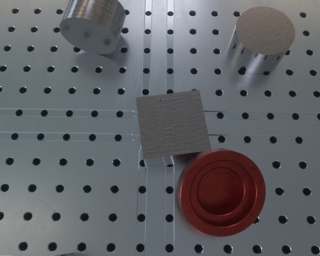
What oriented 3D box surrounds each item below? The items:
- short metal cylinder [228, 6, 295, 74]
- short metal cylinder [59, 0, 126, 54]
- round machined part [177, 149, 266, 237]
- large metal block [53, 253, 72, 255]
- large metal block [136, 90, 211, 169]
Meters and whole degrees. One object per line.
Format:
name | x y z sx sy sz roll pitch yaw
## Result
short metal cylinder | 0.144 -0.125 0.445 0.081 0.050 0.080 0 70 0
short metal cylinder | -0.093 -0.148 0.436 0.080 0.080 0.050 11 71 4
round machined part | 0.069 0.072 0.364 0.099 0.042 0.097 0 93 -7
large metal block | -0.139 0.167 0.320 0.081 0.080 0.050 -12 71 -4
large metal block | 0.015 0.003 0.397 0.081 0.050 0.080 -7 70 -3
